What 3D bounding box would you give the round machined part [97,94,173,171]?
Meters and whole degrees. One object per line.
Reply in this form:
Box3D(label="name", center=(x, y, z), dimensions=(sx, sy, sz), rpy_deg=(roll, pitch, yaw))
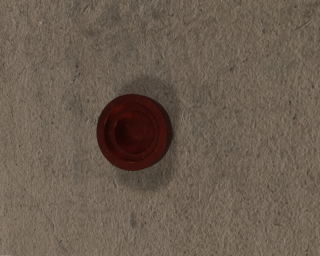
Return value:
Box3D(label="round machined part", center=(-0.030, 0.005, 0.410), dimensions=(0.098, 0.042, 0.097), rpy_deg=(0, 90, 19))
